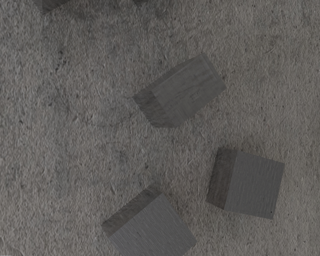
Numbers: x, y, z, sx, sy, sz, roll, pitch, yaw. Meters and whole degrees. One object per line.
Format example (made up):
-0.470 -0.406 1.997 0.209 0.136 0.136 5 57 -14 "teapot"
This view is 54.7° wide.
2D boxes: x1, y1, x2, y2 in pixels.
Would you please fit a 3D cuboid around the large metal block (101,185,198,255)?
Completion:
-0.014 0.133 0.391 0.080 0.050 0.080 -38 102 -16 "large metal block"

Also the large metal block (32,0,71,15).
-0.109 -0.178 0.339 0.080 0.080 0.050 -37 102 -16 "large metal block"

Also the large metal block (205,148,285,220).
0.120 0.078 0.440 0.081 0.050 0.080 16 85 -20 "large metal block"

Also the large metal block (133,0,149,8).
-0.015 -0.216 0.390 0.080 0.050 0.080 -41 103 -15 "large metal block"

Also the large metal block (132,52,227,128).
0.021 -0.044 0.387 0.080 0.080 0.050 -38 102 -16 "large metal block"
